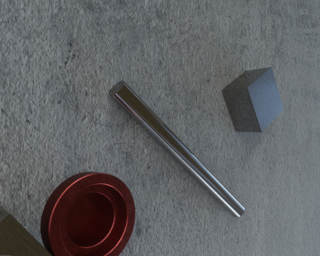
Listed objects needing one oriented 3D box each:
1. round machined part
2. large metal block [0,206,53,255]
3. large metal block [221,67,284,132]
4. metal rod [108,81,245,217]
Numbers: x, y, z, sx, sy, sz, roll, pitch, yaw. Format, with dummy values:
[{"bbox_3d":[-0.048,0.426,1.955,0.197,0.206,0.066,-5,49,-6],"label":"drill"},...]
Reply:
[{"bbox_3d":[-0.078,0.095,0.328,0.099,0.042,0.097,2,87,-42],"label":"round machined part"},{"bbox_3d":[-0.145,0.126,0.269,0.080,0.050,0.080,-46,118,-30],"label":"large metal block"},{"bbox_3d":[0.158,-0.048,0.524,0.080,0.050,0.080,-37,113,-34],"label":"large metal block"},{"bbox_3d":[0.039,0.045,0.439,0.300,0.025,0.025,46,63,-31],"label":"metal rod"}]
